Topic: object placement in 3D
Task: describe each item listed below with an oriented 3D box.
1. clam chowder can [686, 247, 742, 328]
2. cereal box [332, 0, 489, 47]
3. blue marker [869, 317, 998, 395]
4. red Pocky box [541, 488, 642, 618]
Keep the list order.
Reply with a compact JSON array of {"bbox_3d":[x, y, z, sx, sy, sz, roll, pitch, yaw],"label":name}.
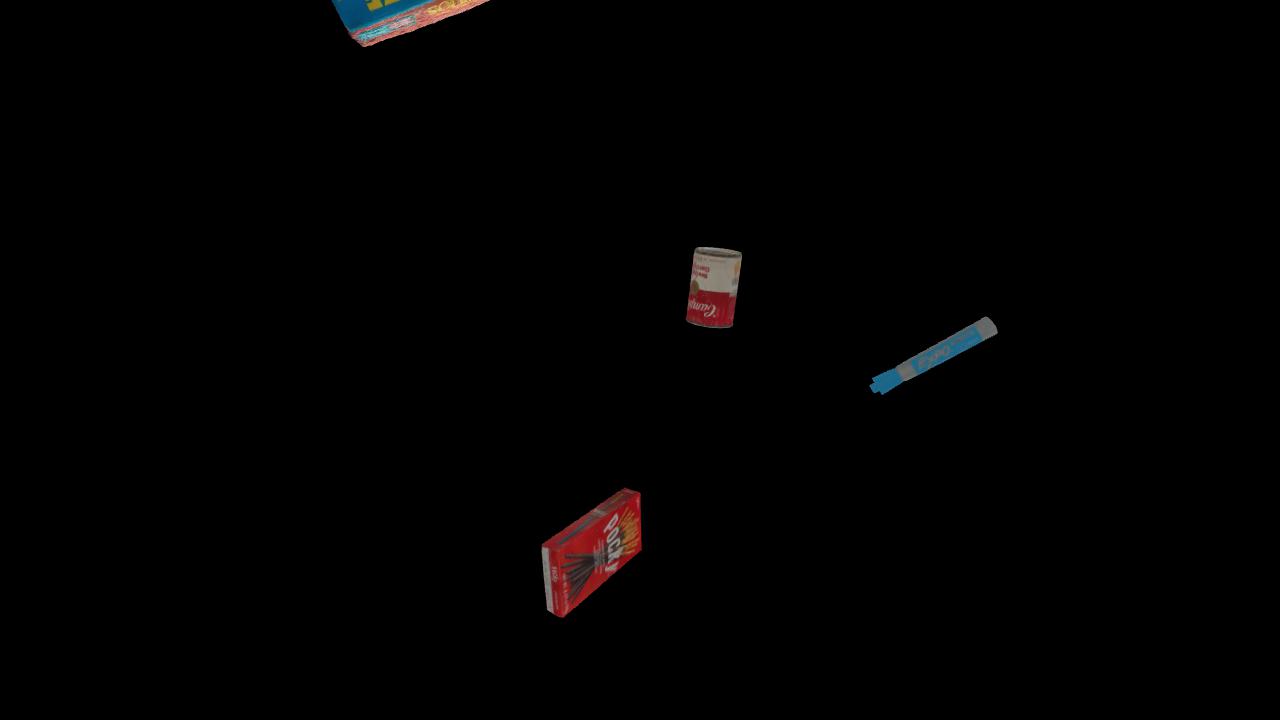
[{"bbox_3d":[0.103,-0.101,0.854,0.068,0.102,0.068,5,17,-2],"label":"clam chowder can"},{"bbox_3d":[-0.158,-0.387,0.376,0.203,0.306,0.081,-25,23,-8],"label":"cereal box"},{"bbox_3d":[0.274,-0.002,0.580,0.121,0.020,0.020,-31,-8,13],"label":"blue marker"},{"bbox_3d":[-0.050,0.215,0.707,0.028,0.083,0.155,7,18,33],"label":"red Pocky box"}]
